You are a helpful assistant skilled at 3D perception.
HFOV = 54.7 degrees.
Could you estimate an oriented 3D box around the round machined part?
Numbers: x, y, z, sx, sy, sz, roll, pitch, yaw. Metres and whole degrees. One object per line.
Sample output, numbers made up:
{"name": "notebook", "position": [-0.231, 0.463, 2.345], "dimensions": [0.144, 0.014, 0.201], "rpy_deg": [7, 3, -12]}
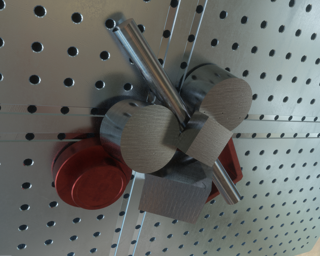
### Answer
{"name": "round machined part", "position": [-0.080, 0.064, 0.390], "dimensions": [0.099, 0.042, 0.097], "rpy_deg": [-14, 124, -21]}

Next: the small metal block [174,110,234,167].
{"name": "small metal block", "position": [0.053, 0.013, 0.376], "dimensions": [0.050, 0.025, 0.050], "rpy_deg": [30, 94, -38]}

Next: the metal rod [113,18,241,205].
{"name": "metal rod", "position": [0.036, 0.000, 0.394], "dimensions": [0.025, 0.025, 0.299], "rpy_deg": [-37, 120, -4]}

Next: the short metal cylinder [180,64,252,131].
{"name": "short metal cylinder", "position": [0.073, -0.037, 0.408], "dimensions": [0.081, 0.050, 0.079], "rpy_deg": [-14, 124, -21]}

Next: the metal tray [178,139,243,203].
{"name": "metal tray", "position": [0.072, 0.054, 0.476], "dimensions": [0.090, 0.030, 0.130], "rpy_deg": [-32, 129, -8]}

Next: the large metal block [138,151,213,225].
{"name": "large metal block", "position": [0.020, 0.077, 0.415], "dimensions": [0.080, 0.050, 0.079], "rpy_deg": [14, 132, 1]}

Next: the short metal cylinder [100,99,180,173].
{"name": "short metal cylinder", "position": [-0.024, 0.008, 0.368], "dimensions": [0.081, 0.050, 0.079], "rpy_deg": [-10, 108, -34]}
